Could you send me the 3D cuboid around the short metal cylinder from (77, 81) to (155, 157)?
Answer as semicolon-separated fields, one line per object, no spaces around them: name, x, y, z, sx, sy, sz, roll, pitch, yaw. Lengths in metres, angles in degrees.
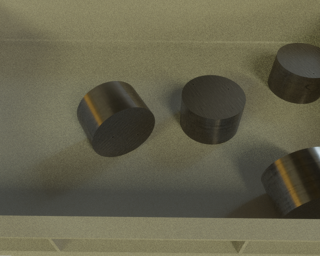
short metal cylinder;-0.053;-0.010;0.377;0.081;0.080;0.050;-23;54;-18

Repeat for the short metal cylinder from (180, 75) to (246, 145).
short metal cylinder;0.068;-0.025;0.410;0.080;0.050;0.080;0;50;0

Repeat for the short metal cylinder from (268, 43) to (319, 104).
short metal cylinder;0.207;-0.081;0.458;0.080;0.050;0.080;0;50;0

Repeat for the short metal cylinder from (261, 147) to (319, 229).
short metal cylinder;0.152;0.063;0.317;0.081;0.080;0.050;-7;51;-6
